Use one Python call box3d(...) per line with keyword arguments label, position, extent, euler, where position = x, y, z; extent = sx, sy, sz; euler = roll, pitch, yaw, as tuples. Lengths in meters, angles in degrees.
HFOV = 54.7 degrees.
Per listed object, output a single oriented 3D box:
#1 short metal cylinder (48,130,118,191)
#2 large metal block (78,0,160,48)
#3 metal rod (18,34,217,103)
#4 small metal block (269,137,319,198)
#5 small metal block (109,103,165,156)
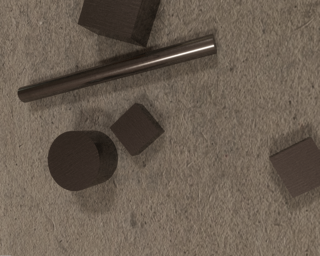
box3d(label="short metal cylinder", position=(-0.106, 0.043, 0.432), extent=(0.080, 0.050, 0.079), euler=(0, 90, 19))
box3d(label="large metal block", position=(-0.052, -0.161, 0.413), extent=(0.080, 0.050, 0.080), euler=(20, 97, 18))
box3d(label="metal rod", position=(-0.072, -0.078, 0.433), extent=(0.301, 0.025, 0.025), euler=(-11, 87, 19))
box3d(label="small metal block", position=(0.161, 0.044, 0.352), extent=(0.050, 0.025, 0.050), euler=(-31, 80, 17))
box3d(label="small metal block", position=(-0.031, 0.002, 0.419), extent=(0.050, 0.025, 0.050), euler=(-43, 77, 14))
